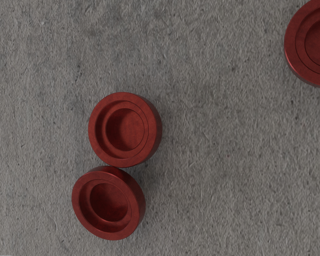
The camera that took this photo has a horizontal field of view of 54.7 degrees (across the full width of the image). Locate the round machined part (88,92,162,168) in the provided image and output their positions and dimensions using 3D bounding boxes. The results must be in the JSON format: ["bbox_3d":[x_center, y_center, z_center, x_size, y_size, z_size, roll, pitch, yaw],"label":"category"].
[{"bbox_3d":[-0.043,0.002,0.415,0.098,0.042,0.097,0,90,20],"label":"round machined part"}]

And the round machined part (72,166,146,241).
[{"bbox_3d":[-0.064,0.096,0.415,0.098,0.042,0.097,5,106,18],"label":"round machined part"}]

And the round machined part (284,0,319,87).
[{"bbox_3d":[0.186,-0.090,0.334,0.098,0.042,0.097,0,90,20],"label":"round machined part"}]
